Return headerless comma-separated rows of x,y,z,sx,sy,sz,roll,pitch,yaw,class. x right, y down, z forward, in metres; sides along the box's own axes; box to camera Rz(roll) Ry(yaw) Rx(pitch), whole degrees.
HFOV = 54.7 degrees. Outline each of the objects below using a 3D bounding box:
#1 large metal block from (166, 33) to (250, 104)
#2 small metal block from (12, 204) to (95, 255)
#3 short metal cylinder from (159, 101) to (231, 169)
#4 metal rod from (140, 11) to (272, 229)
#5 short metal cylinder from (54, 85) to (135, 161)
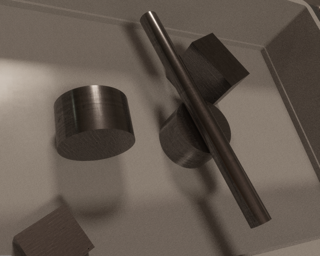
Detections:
0.068,-0.077,0.456,0.050,0.080,0.080,-35,82,-39,large metal block
-0.098,0.108,0.287,0.050,0.025,0.050,-31,79,-38,small metal block
0.046,0.008,0.412,0.081,0.050,0.080,14,56,-21,short metal cylinder
0.047,-0.024,0.382,0.025,0.025,0.299,-14,69,-34,metal rod
-0.071,-0.003,0.335,0.081,0.080,0.050,1,62,-28,short metal cylinder
